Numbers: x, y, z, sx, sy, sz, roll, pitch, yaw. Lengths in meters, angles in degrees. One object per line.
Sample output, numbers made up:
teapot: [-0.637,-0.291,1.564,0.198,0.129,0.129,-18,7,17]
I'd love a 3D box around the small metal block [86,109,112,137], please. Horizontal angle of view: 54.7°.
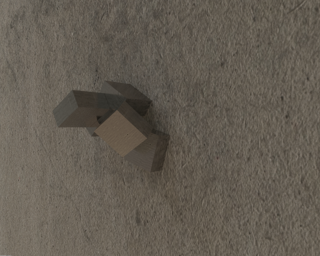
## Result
small metal block: [-0.087,-0.014,0.460,0.025,0.050,0.050,-52,60,27]

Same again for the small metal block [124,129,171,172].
small metal block: [-0.018,0.026,0.419,0.050,0.025,0.050,21,103,37]

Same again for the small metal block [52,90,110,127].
small metal block: [-0.103,-0.024,0.408,0.050,0.050,0.025,-36,68,34]

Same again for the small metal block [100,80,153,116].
small metal block: [-0.048,-0.041,0.428,0.050,0.050,0.025,39,114,32]

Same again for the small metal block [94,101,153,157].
small metal block: [-0.046,0.002,0.394,0.050,0.025,0.050,44,124,-12]
